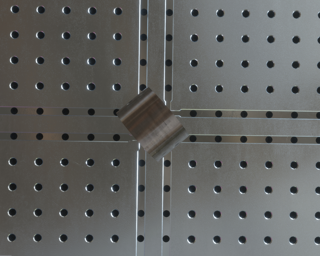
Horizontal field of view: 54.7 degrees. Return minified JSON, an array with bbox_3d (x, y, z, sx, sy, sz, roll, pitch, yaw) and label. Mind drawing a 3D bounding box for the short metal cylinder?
[{"bbox_3d":[-0.009,-0.005,0.385,0.050,0.080,0.080,-40,91,0],"label":"short metal cylinder"}]
